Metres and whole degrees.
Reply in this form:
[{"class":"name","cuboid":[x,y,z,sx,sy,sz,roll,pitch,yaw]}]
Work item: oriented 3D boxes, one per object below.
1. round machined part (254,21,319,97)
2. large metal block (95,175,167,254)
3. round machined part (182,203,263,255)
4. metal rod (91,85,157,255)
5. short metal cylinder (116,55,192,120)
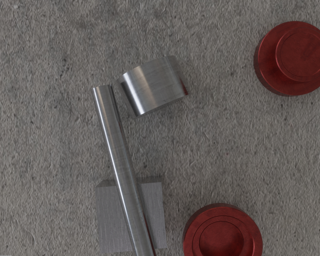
[{"class":"round machined part","cuboid":[0.177,-0.091,0.403,0.099,0.042,0.097,0,90,0]},{"class":"large metal block","cuboid":[-0.035,0.108,0.397,0.080,0.050,0.080,-5,90,0]},{"class":"round machined part","cuboid":[0.078,0.146,0.402,0.099,0.042,0.097,0,90,0]},{"class":"metal rod","cuboid":[-0.030,0.097,0.359,0.025,0.025,0.298,-15,90,0]},{"class":"short metal cylinder","cuboid":[-0.008,-0.049,0.382,0.080,0.080,0.050,-24,90,0]}]
